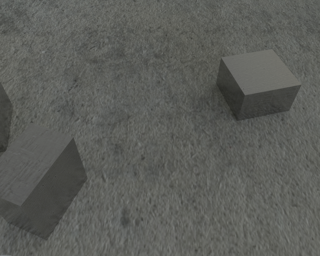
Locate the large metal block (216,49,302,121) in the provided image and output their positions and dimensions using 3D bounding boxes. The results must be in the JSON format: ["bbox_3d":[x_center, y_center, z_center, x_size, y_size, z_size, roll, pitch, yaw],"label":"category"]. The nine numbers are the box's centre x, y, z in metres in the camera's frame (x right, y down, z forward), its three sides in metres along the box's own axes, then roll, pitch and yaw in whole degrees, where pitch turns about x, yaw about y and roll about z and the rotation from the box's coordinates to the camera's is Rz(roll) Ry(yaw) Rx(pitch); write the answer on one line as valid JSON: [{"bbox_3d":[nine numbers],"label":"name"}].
[{"bbox_3d":[0.136,-0.063,0.442,0.081,0.050,0.080,-11,51,-10],"label":"large metal block"}]

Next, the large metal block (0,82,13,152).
[{"bbox_3d":[-0.241,-0.010,0.393,0.081,0.050,0.080,-8,51,-8],"label":"large metal block"}]

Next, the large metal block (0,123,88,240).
[{"bbox_3d":[-0.125,0.055,0.319,0.050,0.080,0.080,18,52,14],"label":"large metal block"}]
